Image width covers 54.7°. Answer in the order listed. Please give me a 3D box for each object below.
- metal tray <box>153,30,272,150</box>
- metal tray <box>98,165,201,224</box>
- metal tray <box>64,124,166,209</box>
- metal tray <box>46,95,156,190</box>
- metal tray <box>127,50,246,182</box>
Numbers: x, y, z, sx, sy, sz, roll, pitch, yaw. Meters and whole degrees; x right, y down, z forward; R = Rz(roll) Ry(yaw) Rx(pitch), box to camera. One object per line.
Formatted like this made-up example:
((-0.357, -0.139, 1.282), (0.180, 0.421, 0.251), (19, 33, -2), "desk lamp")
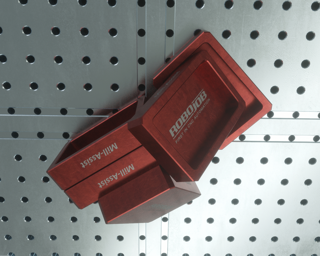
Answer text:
((0.066, -0.046, 0.394), (0.090, 0.030, 0.130), (-42, 105, 13), "metal tray")
((-0.007, 0.089, 0.397), (0.090, 0.130, 0.030), (-31, 66, 11), "metal tray")
((-0.049, 0.039, 0.391), (0.130, 0.090, 0.030), (-31, 108, 10), "metal tray")
((-0.067, 0.015, 0.383), (0.130, 0.090, 0.030), (-31, 108, 10), "metal tray")
((0.036, -0.015, 0.348), (0.090, 0.030, 0.130), (49, 58, -16), "metal tray")
